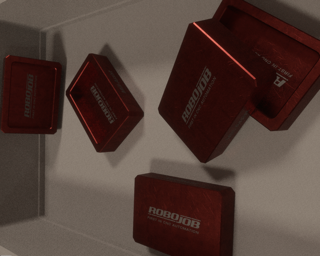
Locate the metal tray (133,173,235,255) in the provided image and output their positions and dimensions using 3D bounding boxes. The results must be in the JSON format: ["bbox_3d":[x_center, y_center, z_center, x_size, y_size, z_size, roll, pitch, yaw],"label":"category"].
[{"bbox_3d":[0.024,0.109,0.382,0.130,0.030,0.089,3,92,39],"label":"metal tray"}]

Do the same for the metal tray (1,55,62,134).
[{"bbox_3d":[-0.227,-0.056,0.544,0.030,0.091,0.129,14,99,56],"label":"metal tray"}]

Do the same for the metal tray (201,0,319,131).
[{"bbox_3d":[0.099,-0.069,0.320,0.130,0.030,0.089,44,116,30],"label":"metal tray"}]

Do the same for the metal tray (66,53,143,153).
[{"bbox_3d":[-0.089,-0.039,0.474,0.090,0.030,0.130,-49,62,28],"label":"metal tray"}]

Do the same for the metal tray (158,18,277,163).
[{"bbox_3d":[0.050,-0.034,0.324,0.090,0.030,0.129,50,144,23],"label":"metal tray"}]
